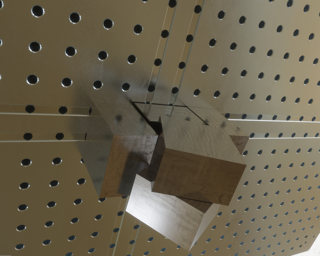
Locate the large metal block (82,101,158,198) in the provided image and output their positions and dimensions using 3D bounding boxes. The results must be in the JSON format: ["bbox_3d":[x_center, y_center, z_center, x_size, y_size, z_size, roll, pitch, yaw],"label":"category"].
[{"bbox_3d":[-0.051,0.023,0.363,0.050,0.080,0.079,2,118,-30],"label":"large metal block"}]

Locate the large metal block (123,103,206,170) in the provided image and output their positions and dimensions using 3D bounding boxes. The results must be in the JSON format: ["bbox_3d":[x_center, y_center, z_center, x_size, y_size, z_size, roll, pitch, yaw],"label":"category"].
[{"bbox_3d":[0.003,0.017,0.406,0.081,0.050,0.079,3,117,-30],"label":"large metal block"}]

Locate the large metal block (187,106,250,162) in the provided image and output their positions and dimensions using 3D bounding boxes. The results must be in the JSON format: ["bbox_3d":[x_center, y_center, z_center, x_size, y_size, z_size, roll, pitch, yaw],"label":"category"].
[{"bbox_3d":[0.065,0.025,0.428,0.050,0.080,0.079,4,117,-31],"label":"large metal block"}]

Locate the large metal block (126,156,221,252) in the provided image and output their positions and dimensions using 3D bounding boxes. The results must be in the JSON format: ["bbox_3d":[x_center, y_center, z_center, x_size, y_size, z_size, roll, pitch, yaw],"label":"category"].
[{"bbox_3d":[0.022,0.077,0.350,0.080,0.080,0.050,-24,136,-57],"label":"large metal block"}]

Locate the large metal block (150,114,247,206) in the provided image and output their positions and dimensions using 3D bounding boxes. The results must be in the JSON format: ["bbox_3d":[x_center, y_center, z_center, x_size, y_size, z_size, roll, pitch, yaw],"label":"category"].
[{"bbox_3d":[0.035,0.032,0.333,0.081,0.080,0.050,13,113,-10],"label":"large metal block"}]
